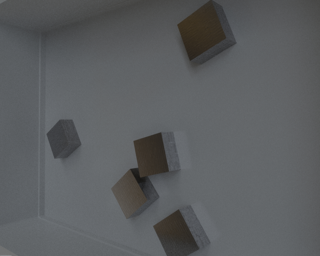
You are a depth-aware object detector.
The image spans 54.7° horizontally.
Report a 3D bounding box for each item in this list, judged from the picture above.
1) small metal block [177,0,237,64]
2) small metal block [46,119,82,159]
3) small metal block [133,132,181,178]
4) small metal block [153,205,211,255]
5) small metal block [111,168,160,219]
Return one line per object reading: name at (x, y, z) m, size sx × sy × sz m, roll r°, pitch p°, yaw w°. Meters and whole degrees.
small metal block at (0.054, -0.110, 0.361) m, size 0.050 × 0.025 × 0.050 m, roll -27°, pitch 73°, yaw 36°
small metal block at (-0.169, 0.019, 0.543) m, size 0.050 × 0.025 × 0.050 m, roll -38°, pitch 67°, yaw 33°
small metal block at (-0.004, 0.035, 0.409) m, size 0.050 × 0.025 × 0.050 m, roll -18°, pitch 79°, yaw 38°
small metal block at (0.026, 0.132, 0.384) m, size 0.050 × 0.025 × 0.050 m, roll -42°, pitch 65°, yaw 31°
small metal block at (-0.035, 0.091, 0.434) m, size 0.050 × 0.025 × 0.050 m, roll -47°, pitch 62°, yaw 29°
